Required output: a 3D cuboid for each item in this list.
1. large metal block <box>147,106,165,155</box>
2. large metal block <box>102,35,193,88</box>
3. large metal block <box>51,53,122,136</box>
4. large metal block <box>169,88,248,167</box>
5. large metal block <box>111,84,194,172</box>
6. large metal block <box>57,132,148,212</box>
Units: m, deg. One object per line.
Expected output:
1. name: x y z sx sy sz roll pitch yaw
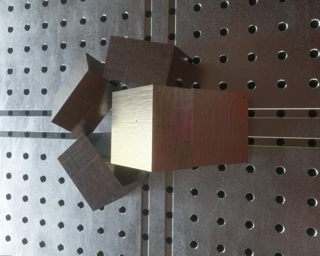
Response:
1. large metal block: -0.009 -0.002 0.403 0.080 0.050 0.080 1 90 20
2. large metal block: -0.012 -0.075 0.388 0.080 0.080 0.050 14 95 20
3. large metal block: -0.098 -0.044 0.412 0.050 0.080 0.080 32 105 -28
4. large metal block: 0.054 0.000 0.356 0.050 0.081 0.080 -1 89 57
5. large metal block: -0.010 0.000 0.329 0.080 0.050 0.080 0 89 54
6. large metal block: -0.072 0.053 0.408 0.050 0.080 0.080 -41 78 15
